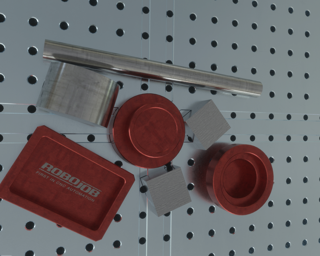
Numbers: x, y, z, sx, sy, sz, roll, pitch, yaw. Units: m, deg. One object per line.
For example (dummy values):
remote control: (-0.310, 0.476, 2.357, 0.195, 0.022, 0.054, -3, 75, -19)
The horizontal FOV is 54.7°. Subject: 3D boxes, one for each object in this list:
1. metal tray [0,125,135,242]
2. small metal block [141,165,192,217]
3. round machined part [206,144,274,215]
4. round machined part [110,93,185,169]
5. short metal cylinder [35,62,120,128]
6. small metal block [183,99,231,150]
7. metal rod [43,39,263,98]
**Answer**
metal tray: (-0.108, 0.066, 0.370, 0.130, 0.030, 0.090, 32, 80, -17)
small metal block: (0.008, 0.083, 0.416, 0.050, 0.025, 0.050, -20, 97, -19)
round machined part: (0.109, 0.071, 0.444, 0.099, 0.042, 0.097, 0, 90, -20)
round machined part: (-0.012, 0.004, 0.398, 0.099, 0.042, 0.097, 1, 87, -20)
short metal cylinder: (-0.091, -0.035, 0.349, 0.081, 0.080, 0.050, 19, 84, -19)
small metal block: (0.063, -0.005, 0.436, 0.050, 0.025, 0.050, -40, 103, -16)
metal rod: (0.005, -0.075, 0.414, 0.302, 0.025, 0.025, 7, 88, -20)
